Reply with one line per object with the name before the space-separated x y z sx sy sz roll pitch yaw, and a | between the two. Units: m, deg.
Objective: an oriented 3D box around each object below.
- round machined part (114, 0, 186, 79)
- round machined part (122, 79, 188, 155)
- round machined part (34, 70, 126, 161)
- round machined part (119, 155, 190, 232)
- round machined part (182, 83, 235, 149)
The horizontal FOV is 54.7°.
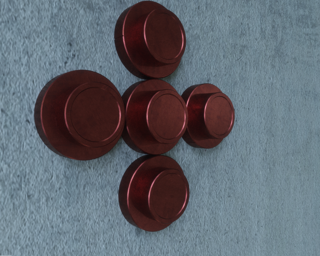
round machined part | -0.005 -0.112 0.393 0.099 0.042 0.097 0 90 -40
round machined part | -0.002 -0.014 0.395 0.099 0.042 0.097 0 90 -40
round machined part | -0.078 -0.014 0.332 0.099 0.042 0.097 0 90 -40
round machined part | 0.000 0.084 0.397 0.099 0.042 0.097 0 90 -40
round machined part | 0.074 -0.018 0.459 0.099 0.042 0.097 0 90 -40
